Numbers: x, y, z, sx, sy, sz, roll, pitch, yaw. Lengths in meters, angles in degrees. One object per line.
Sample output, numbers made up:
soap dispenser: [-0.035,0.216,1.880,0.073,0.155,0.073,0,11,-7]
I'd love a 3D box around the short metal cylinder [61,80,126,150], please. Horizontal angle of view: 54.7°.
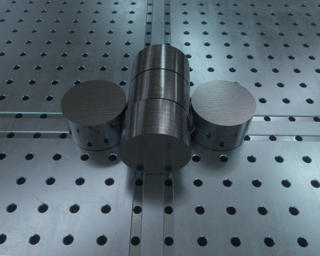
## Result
short metal cylinder: [-0.082,-0.018,0.404,0.081,0.050,0.080,0,50,0]

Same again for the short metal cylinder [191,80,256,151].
short metal cylinder: [0.079,-0.017,0.406,0.081,0.050,0.080,0,50,0]

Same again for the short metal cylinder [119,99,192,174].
short metal cylinder: [-0.005,0.012,0.362,0.081,0.080,0.050,1,50,0]

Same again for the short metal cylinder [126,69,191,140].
short metal cylinder: [-0.001,-0.028,0.395,0.081,0.080,0.050,2,50,1]

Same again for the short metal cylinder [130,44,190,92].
short metal cylinder: [0.001,-0.067,0.427,0.081,0.080,0.050,2,50,1]
